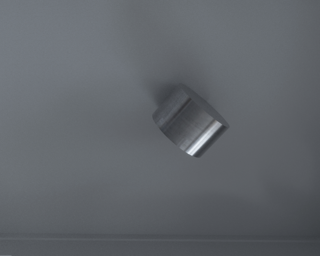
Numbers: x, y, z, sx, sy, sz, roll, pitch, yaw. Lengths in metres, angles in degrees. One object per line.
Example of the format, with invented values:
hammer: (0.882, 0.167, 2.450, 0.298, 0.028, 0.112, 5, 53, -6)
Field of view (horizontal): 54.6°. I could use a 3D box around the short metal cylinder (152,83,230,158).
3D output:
short metal cylinder: (0.038, -0.010, 0.379, 0.080, 0.080, 0.050, 38, 106, -13)
